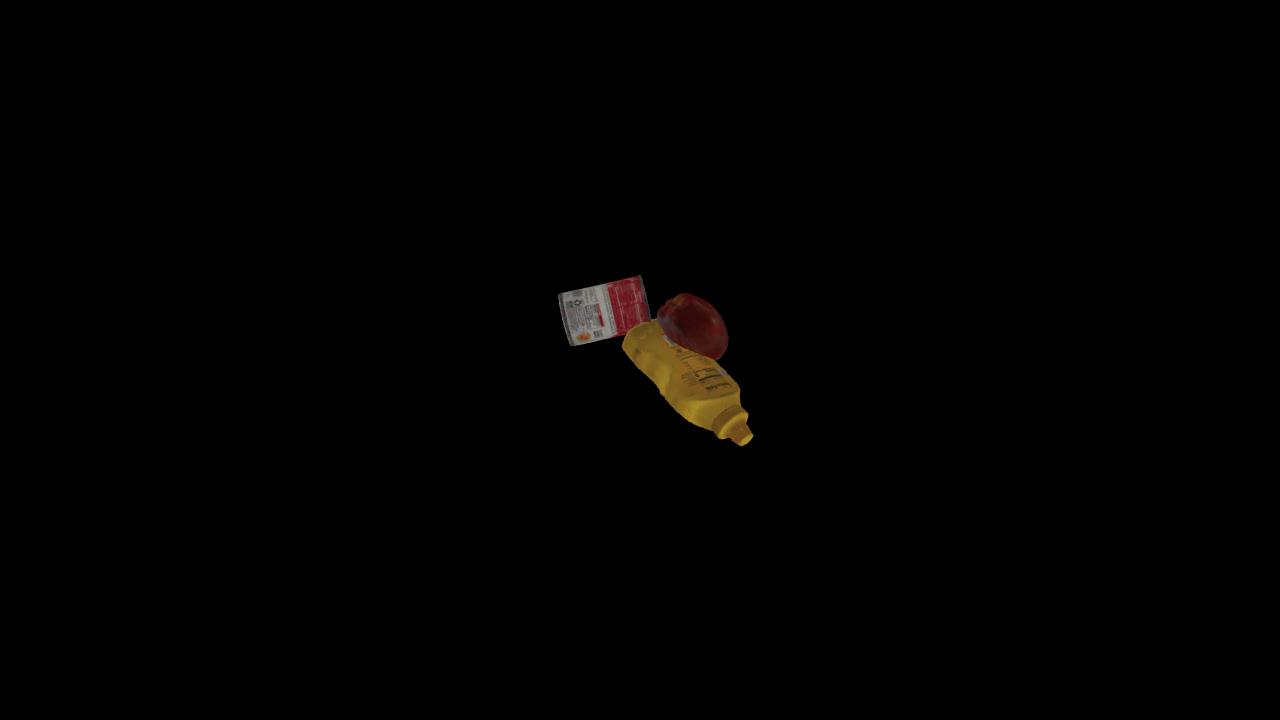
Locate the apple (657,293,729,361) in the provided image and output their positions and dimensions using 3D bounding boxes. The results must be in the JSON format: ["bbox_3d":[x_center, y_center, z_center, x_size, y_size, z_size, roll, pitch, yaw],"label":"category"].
[{"bbox_3d":[0.063,-0.034,0.729,0.079,0.093,0.079,-27,27,15],"label":"apple"}]

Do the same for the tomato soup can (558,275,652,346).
[{"bbox_3d":[-0.041,-0.058,0.739,0.101,0.068,0.068,-13,0,-2],"label":"tomato soup can"}]

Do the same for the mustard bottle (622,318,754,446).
[{"bbox_3d":[0.063,0.027,0.698,0.092,0.054,0.184,-6,45,-43],"label":"mustard bottle"}]
